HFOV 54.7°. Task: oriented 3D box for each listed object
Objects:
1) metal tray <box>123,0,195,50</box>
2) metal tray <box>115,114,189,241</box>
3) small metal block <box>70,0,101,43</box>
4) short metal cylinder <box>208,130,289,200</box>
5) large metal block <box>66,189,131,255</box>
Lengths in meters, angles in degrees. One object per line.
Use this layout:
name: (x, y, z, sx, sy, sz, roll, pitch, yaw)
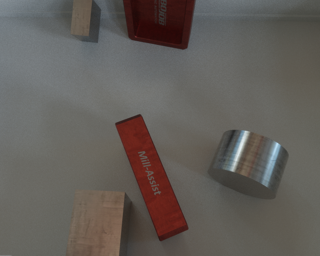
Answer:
metal tray: (0.000, -0.161, 0.413, 0.090, 0.130, 0.030, 11, 71, 4)
metal tray: (-0.011, 0.059, 0.353, 0.030, 0.090, 0.130, -21, 72, -8)
small metal block: (-0.105, -0.153, 0.442, 0.025, 0.050, 0.050, 7, 95, 2)
short metal cylinder: (0.103, 0.044, 0.366, 0.080, 0.080, 0.050, 23, 72, 8)
large metal block: (-0.063, 0.114, 0.338, 0.050, 0.080, 0.080, 3, 70, 1)
